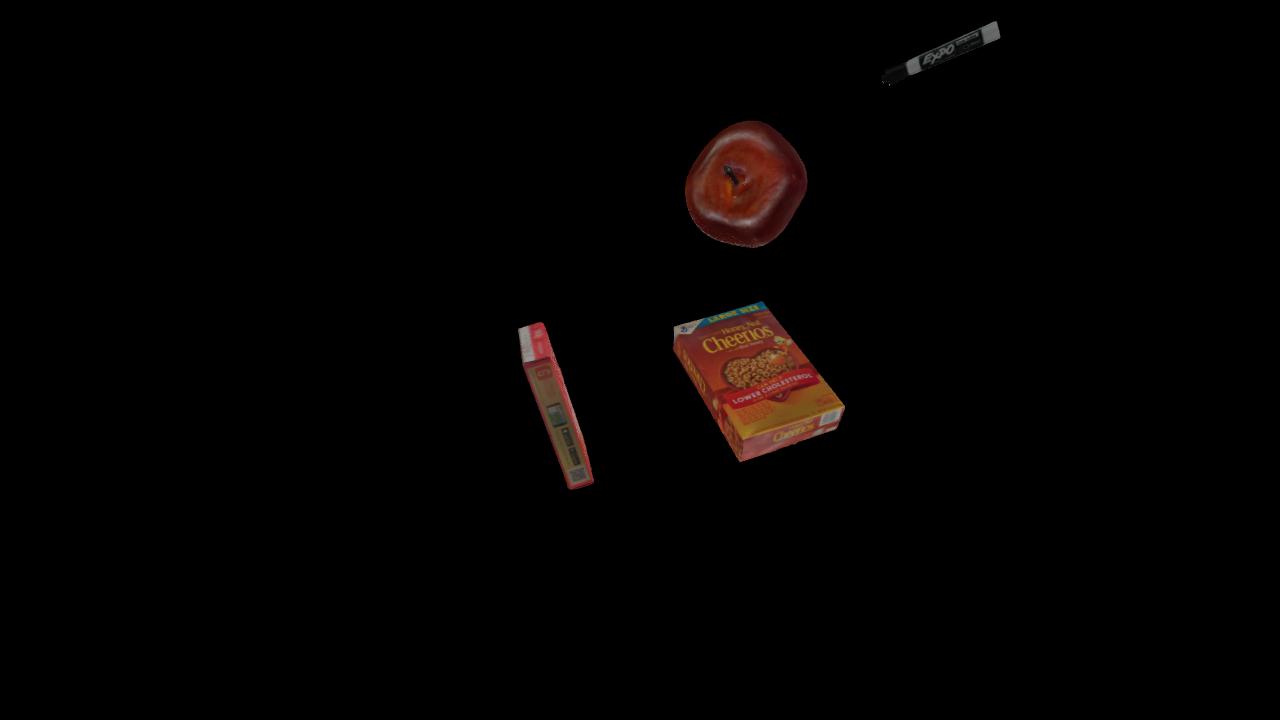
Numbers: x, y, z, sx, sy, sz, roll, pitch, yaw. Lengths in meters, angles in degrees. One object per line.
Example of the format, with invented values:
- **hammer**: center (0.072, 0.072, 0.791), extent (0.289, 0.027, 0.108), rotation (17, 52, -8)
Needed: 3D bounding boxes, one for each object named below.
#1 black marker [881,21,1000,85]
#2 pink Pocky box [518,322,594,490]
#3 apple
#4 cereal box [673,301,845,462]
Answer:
- **black marker**: center (0.334, -0.341, 0.690), extent (0.121, 0.020, 0.020), rotation (-14, -8, 33)
- **pink Pocky box**: center (-0.084, 0.046, 0.620), extent (0.029, 0.155, 0.084), rotation (-17, 29, -5)
- **apple**: center (0.069, -0.113, 0.403), extent (0.079, 0.079, 0.093), rotation (0, 5, 19)
- **cereal box**: center (0.211, 0.028, 1.162), extent (0.203, 0.081, 0.306), rotation (-15, 48, -13)
